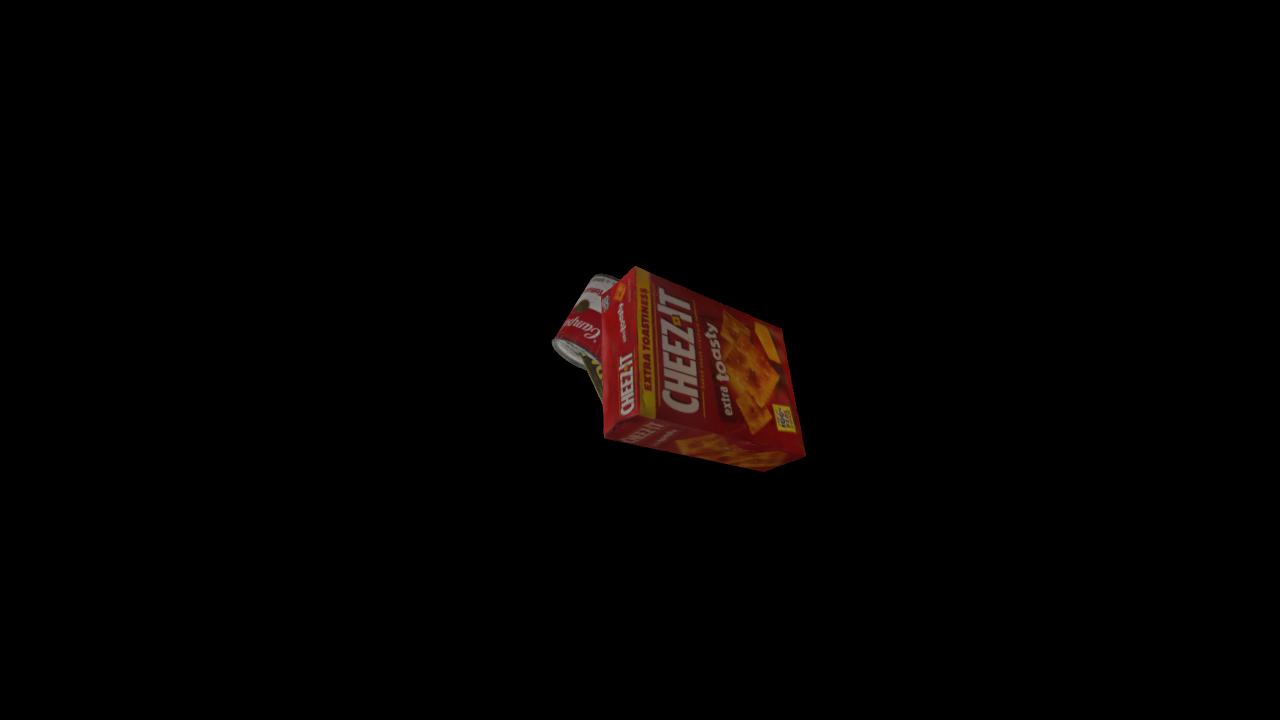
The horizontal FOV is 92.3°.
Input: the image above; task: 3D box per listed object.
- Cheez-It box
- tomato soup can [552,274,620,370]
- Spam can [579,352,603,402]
[{"bbox_3d":[0.066,0.016,0.650,0.223,0.166,0.071,18,-35,-32],"label":"Cheez-It box"},{"bbox_3d":[-0.051,-0.045,0.736,0.068,0.101,0.068,25,-22,11],"label":"tomato soup can"},{"bbox_3d":[-0.024,0.000,0.746,0.085,0.101,0.058,-25,-8,-5],"label":"Spam can"}]
